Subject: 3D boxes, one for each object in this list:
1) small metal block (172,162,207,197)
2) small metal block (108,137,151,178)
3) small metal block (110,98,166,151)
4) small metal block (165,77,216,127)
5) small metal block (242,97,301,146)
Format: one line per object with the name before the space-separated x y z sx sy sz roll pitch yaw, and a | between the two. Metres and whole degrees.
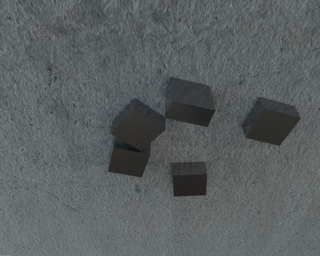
small metal block | 0.045 0.079 0.475 0.050 0.025 0.050 -3 130 2
small metal block | -0.044 0.041 0.442 0.050 0.025 0.050 12 129 -10
small metal block | -0.028 -0.003 0.404 0.050 0.025 0.050 32 123 -25
small metal block | 0.034 -0.031 0.364 0.050 0.050 0.025 12 129 -10
small metal block | 0.143 -0.008 0.402 0.050 0.025 0.050 13 129 -11
